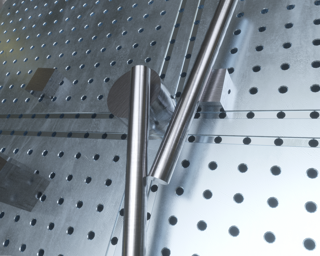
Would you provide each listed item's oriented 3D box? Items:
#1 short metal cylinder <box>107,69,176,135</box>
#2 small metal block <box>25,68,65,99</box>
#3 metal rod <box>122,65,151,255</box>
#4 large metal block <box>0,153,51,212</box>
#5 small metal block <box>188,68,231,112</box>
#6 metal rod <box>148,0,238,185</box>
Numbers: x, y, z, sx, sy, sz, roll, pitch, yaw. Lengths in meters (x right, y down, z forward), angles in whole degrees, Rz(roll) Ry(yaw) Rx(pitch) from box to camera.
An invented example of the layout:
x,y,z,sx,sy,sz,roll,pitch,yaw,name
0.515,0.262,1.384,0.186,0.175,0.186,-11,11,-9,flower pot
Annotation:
x,y,z,sx,sy,sz,roll,pitch,yaw,name
-0.025,-0.036,0.428,0.080,0.050,0.080,-13,56,21,short metal cylinder
-0.212,-0.083,0.571,0.050,0.025,0.050,9,66,32,small metal block
-0.026,0.070,0.341,0.025,0.025,0.299,-8,70,24,metal rod
-0.223,0.071,0.447,0.080,0.080,0.050,20,72,35,large metal block
0.062,-0.049,0.406,0.050,0.025,0.050,2,62,29,small metal block
0.052,-0.072,0.392,0.025,0.025,0.300,9,66,32,metal rod
